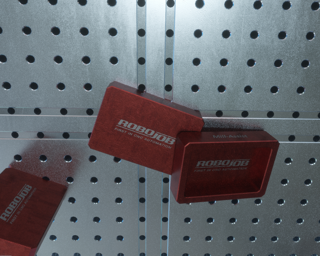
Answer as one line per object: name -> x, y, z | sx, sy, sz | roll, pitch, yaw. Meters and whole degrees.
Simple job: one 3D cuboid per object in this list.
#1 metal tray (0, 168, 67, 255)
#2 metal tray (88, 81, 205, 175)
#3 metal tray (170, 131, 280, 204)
metal tray -> -0.182, 0.106, 0.394 | 0.090, 0.130, 0.030 | 21, 109, -8
metal tray -> -0.018, 0.003, 0.412 | 0.131, 0.030, 0.089 | 19, 109, -8
metal tray -> 0.084, 0.051, 0.410 | 0.131, 0.030, 0.089 | -1, 115, -16
